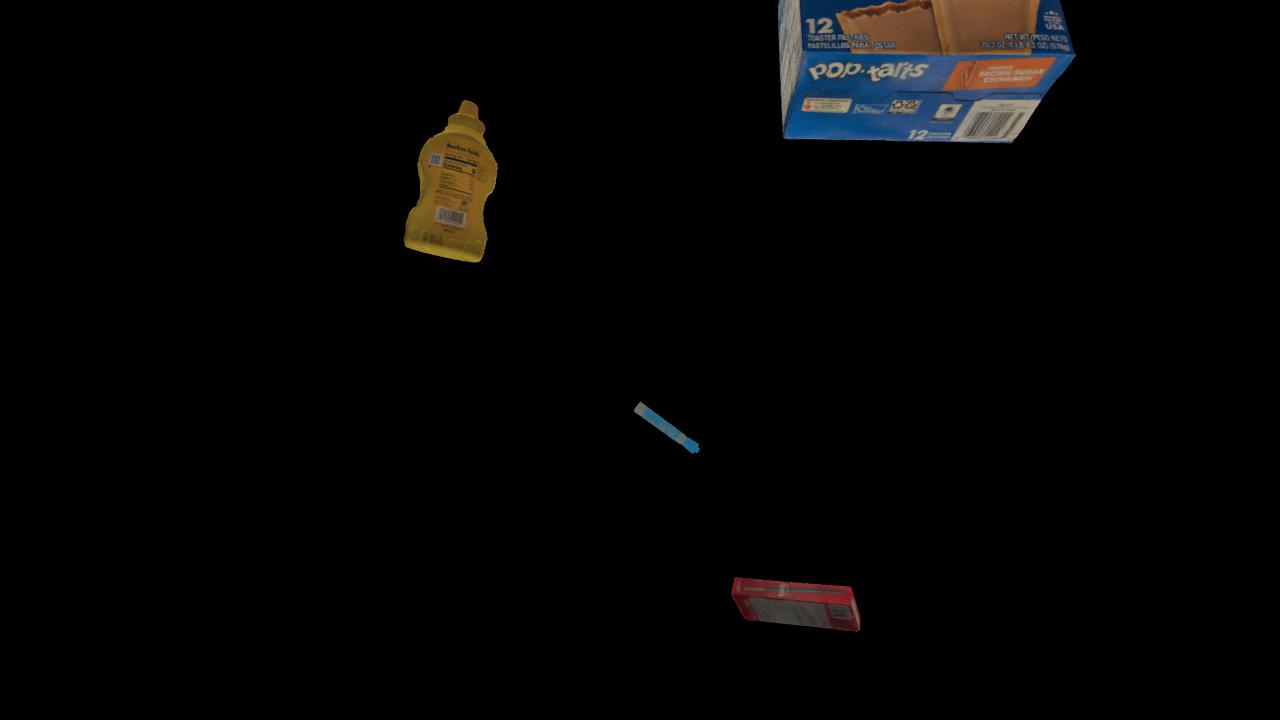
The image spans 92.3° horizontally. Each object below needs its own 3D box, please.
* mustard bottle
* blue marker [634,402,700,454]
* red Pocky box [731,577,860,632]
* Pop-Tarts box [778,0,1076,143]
[{"bbox_3d":[-0.214,-0.213,0.720,0.092,0.184,0.054,10,-3,-17],"label":"mustard bottle"},{"bbox_3d":[0.044,0.108,0.967,0.121,0.020,0.020,36,-2,-3],"label":"blue marker"},{"bbox_3d":[0.206,0.323,0.815,0.155,0.028,0.083,-4,-45,24],"label":"red Pocky box"},{"bbox_3d":[0.188,-0.237,0.437,0.167,0.141,0.083,3,-22,3],"label":"Pop-Tarts box"}]
